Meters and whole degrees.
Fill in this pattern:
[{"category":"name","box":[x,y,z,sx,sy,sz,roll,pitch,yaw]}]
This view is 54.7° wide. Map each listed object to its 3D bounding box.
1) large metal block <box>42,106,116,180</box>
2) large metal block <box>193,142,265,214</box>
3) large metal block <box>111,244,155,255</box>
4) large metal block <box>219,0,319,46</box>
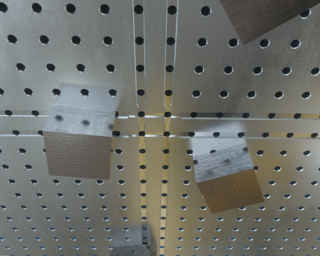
[{"category":"large metal block","box":[-0.103,0.021,0.412,0.081,0.050,0.079,5,130,-5]},{"category":"large metal block","box":[0.102,0.077,0.462,0.080,0.050,0.080,-18,128,14]},{"category":"large metal block","box":[-0.052,0.286,0.638,0.080,0.050,0.080,-8,130,6]},{"category":"large metal block","box":[0.091,-0.129,0.267,0.080,0.080,0.050,-27,125,21]}]
